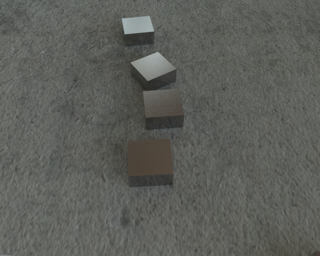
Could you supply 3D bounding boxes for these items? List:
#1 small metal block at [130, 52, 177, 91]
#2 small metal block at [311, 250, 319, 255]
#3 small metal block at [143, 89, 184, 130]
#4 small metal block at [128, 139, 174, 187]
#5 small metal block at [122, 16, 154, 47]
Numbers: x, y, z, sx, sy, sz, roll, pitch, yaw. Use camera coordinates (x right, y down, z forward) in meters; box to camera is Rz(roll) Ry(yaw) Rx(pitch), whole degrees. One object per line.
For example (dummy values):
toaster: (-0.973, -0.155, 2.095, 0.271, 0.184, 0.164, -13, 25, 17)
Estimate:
small metal block: (-0.010, -0.086, 0.475, 0.050, 0.025, 0.050, -27, 55, -21)
small metal block: (0.159, 0.149, 0.280, 0.050, 0.025, 0.050, 20, 53, 16)
small metal block: (0.004, -0.026, 0.425, 0.050, 0.025, 0.050, -4, 50, -4)
small metal block: (-0.012, 0.041, 0.369, 0.050, 0.025, 0.050, -2, 50, -3)
small metal block: (-0.039, -0.171, 0.547, 0.050, 0.025, 0.050, -8, 51, -7)
